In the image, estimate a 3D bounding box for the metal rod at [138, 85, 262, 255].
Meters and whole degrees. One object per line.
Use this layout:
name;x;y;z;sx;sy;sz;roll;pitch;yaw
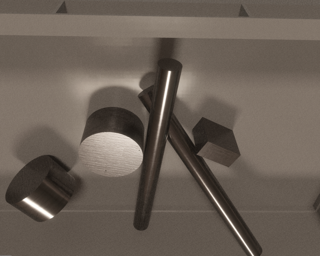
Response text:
metal rod;0.064;0.072;0.422;0.025;0.025;0.299;-27;111;20

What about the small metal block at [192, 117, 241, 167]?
small metal block;0.073;0.018;0.409;0.050;0.050;0.025;23;125;-19

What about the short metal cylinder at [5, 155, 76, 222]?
short metal cylinder;-0.170;0.086;0.444;0.080;0.080;0.050;-24;126;19

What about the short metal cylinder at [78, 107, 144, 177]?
short metal cylinder;-0.062;0.019;0.408;0.081;0.050;0.079;0;130;0

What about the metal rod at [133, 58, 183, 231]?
metal rod;-0.011;0.047;0.406;0.025;0.025;0.298;6;132;-5
